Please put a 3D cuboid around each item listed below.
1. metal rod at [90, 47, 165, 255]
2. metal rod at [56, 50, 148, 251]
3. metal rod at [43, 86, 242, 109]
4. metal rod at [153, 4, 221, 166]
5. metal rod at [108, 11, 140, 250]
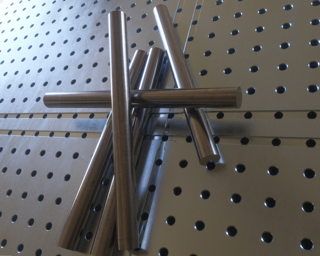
[{"bbox_3d":[-0.036,0.015,0.416,0.025,0.025,0.300,-1,61,27],"label":"metal rod"},{"bbox_3d":[-0.071,0.015,0.434,0.025,0.025,0.300,5,64,30],"label":"metal rod"},{"bbox_3d":[-0.043,-0.039,0.419,0.300,0.025,0.025,2,63,28],"label":"metal rod"},{"bbox_3d":[0.029,-0.082,0.441,0.025,0.025,0.299,-23,53,14],"label":"metal rod"},{"bbox_3d":[-0.047,-0.009,0.384,0.025,0.025,0.299,-11,73,22],"label":"metal rod"}]
